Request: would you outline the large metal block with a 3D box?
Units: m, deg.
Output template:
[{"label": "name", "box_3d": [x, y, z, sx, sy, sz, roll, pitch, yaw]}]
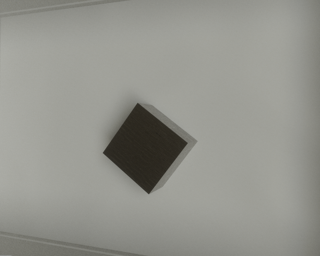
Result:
[{"label": "large metal block", "box_3d": [-0.012, 0.025, 0.402, 0.080, 0.050, 0.080, 39, 102, 15]}]
